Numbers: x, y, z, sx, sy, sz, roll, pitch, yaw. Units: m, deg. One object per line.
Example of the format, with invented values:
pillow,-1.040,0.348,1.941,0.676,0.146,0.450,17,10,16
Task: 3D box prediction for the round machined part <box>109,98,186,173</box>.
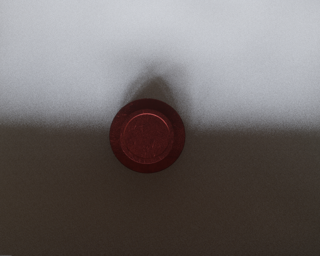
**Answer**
round machined part,-0.016,0.010,0.399,0.099,0.042,0.097,0,90,-1
